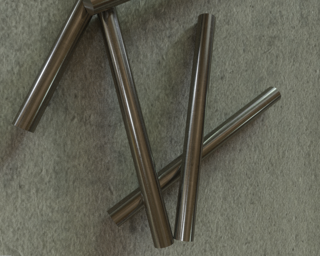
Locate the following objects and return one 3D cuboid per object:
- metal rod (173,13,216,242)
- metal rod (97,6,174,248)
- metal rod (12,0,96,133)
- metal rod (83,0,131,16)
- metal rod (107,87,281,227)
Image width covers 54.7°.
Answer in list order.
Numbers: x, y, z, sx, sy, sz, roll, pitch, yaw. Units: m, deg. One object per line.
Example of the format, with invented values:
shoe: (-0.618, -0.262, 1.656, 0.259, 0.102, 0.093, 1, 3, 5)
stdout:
metal rod: (0.047, -0.009, 0.407, 0.025, 0.025, 0.299, 11, 79, -20)
metal rod: (-0.031, -0.003, 0.381, 0.025, 0.025, 0.298, -14, 88, -20)
metal rod: (-0.096, -0.135, 0.373, 0.025, 0.025, 0.299, 27, 81, -19)
metal rod: (0.037, -0.213, 0.409, 0.302, 0.025, 0.025, -32, 101, -23)
metal rod: (0.058, 0.031, 0.431, 0.301, 0.025, 0.025, -35, 102, -17)
